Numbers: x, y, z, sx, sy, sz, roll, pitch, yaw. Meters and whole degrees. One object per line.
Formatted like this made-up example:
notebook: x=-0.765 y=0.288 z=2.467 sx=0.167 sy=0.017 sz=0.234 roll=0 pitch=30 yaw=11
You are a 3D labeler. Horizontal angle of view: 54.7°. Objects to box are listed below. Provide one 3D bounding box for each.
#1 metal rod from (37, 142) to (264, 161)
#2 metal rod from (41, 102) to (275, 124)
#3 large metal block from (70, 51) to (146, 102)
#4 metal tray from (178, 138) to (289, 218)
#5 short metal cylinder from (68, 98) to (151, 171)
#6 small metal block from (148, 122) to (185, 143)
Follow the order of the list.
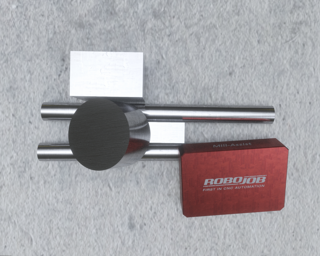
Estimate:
metal rod: x=-0.007 y=0.031 z=0.411 sx=0.302 sy=0.025 sz=0.025 roll=0 pitch=90 yaw=-1
metal rod: x=-0.002 y=-0.020 z=0.411 sx=0.302 sy=0.025 sz=0.025 roll=1 pitch=90 yaw=-1
large metal block: x=-0.060 y=-0.060 z=0.383 sx=0.081 sy=0.080 sz=0.050 roll=1 pitch=90 yaw=-1
metal tray: x=0.091 y=0.063 z=0.396 sx=0.131 sy=0.030 sz=0.089 roll=-4 pitch=108 yaw=-2
short metal cylinder: x=-0.058 y=0.008 z=0.362 sx=0.080 sy=0.050 sz=0.080 roll=-1 pitch=88 yaw=23
small metal block: x=0.004 y=0.005 z=0.398 sx=0.050 sy=0.050 sz=0.025 roll=1 pitch=90 yaw=-1
